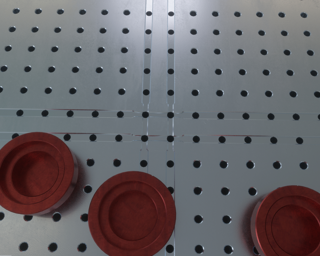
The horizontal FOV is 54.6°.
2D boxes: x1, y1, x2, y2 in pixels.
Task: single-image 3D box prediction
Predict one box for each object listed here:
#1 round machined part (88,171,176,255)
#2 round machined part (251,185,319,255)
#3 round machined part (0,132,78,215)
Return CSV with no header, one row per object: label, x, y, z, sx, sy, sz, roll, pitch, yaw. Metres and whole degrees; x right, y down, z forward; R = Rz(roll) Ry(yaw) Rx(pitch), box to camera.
round machined part,-0.031,0.103,0.365,0.099,0.042,0.098,0,70,0
round machined part,0.154,0.119,0.360,0.099,0.042,0.098,0,70,0
round machined part,-0.150,0.057,0.381,0.099,0.042,0.098,0,70,0
